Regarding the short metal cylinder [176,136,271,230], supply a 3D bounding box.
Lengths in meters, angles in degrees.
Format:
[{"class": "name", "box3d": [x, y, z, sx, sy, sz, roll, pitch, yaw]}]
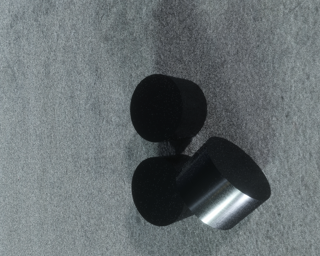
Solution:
[{"class": "short metal cylinder", "box3d": [0.064, 0.055, 0.315, 0.050, 0.081, 0.080, -51, 60, 28]}]

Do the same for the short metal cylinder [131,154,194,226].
[{"class": "short metal cylinder", "box3d": [0.012, 0.073, 0.377, 0.080, 0.050, 0.079, 0, 90, 39]}]

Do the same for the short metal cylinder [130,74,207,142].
[{"class": "short metal cylinder", "box3d": [0.010, -0.023, 0.379, 0.080, 0.050, 0.079, 0, 90, 39]}]
